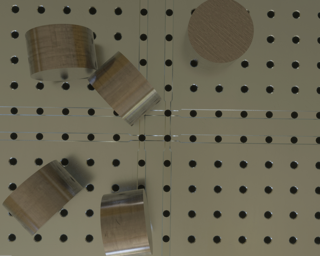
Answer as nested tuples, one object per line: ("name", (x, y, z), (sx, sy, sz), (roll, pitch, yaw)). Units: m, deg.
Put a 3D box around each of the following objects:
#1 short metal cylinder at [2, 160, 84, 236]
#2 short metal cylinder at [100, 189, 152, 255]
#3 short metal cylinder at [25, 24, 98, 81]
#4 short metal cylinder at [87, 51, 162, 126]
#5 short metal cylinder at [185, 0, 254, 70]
("short metal cylinder", (-0.143, 0.085, 0.384), (0.080, 0.080, 0.050), (-43, 91, 0))
("short metal cylinder", (-0.040, 0.119, 0.385), (0.050, 0.080, 0.080), (-9, 90, 0))
("short metal cylinder", (-0.121, -0.091, 0.384), (0.081, 0.080, 0.050), (-7, 90, 0))
("short metal cylinder", (-0.043, -0.048, 0.385), (0.050, 0.080, 0.080), (-42, 91, 0))
("short metal cylinder", (0.074, -0.119, 0.402), (0.081, 0.050, 0.079), (0, 90, -1))
